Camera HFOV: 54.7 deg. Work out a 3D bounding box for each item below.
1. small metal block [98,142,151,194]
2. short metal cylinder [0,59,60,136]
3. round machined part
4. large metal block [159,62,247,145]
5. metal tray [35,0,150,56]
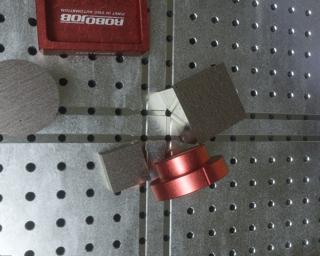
[{"bbox_3d":[-0.045,0.049,0.396,0.050,0.025,0.050,-18,96,-19],"label":"small metal block"},{"bbox_3d":[-0.154,-0.031,0.342,0.081,0.050,0.080,0,90,-20],"label":"short metal cylinder"},{"bbox_3d":[0.032,0.051,0.386,0.099,0.098,0.042,-21,87,-19],"label":"round machined part"},{"bbox_3d":[0.058,-0.032,0.420,0.080,0.050,0.080,-29,100,-18],"label":"large metal block"},{"bbox_3d":[-0.081,-0.136,0.379,0.131,0.030,0.089,-4,92,-20],"label":"metal tray"}]
